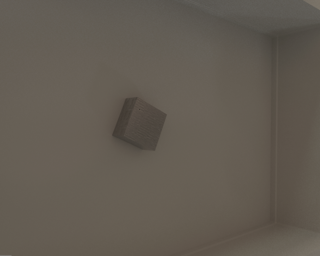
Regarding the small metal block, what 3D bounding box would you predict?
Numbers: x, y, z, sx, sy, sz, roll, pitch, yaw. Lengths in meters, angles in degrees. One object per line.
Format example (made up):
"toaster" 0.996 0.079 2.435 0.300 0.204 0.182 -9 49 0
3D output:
"small metal block" -0.024 -0.004 0.385 0.050 0.025 0.050 29 72 -36
